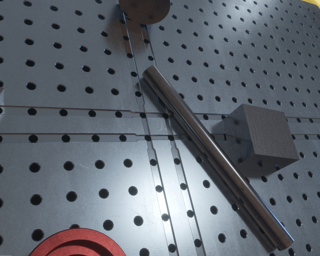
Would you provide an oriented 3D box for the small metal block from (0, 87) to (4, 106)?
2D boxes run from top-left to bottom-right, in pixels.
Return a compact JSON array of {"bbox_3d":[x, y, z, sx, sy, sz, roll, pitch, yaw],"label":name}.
[{"bbox_3d":[-0.198,-0.027,0.318,0.050,0.025,0.050,25,53,-13],"label":"small metal block"}]

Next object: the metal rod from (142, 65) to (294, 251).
[{"bbox_3d":[0.074,0.034,0.426,0.025,0.025,0.299,-30,79,-38],"label":"metal rod"}]

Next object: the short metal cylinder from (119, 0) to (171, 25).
[{"bbox_3d":[-0.021,-0.213,0.491,0.081,0.080,0.050,19,55,-17],"label":"short metal cylinder"}]

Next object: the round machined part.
[{"bbox_3d":[-0.075,0.141,0.266,0.099,0.042,0.098,19,48,-22],"label":"round machined part"}]

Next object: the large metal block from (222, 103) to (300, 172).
[{"bbox_3d":[0.148,0.016,0.461,0.081,0.050,0.080,9,58,-24],"label":"large metal block"}]
